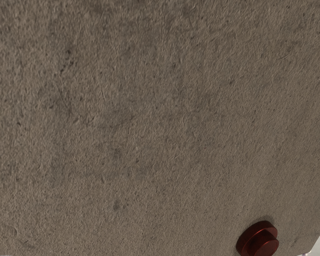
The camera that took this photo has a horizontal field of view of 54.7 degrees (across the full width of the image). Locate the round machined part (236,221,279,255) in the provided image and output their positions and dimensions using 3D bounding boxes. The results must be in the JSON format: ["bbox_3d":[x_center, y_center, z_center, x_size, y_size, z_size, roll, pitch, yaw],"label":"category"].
[{"bbox_3d":[0.219,0.254,0.677,0.099,0.042,0.097,-14,125,-21],"label":"round machined part"}]
